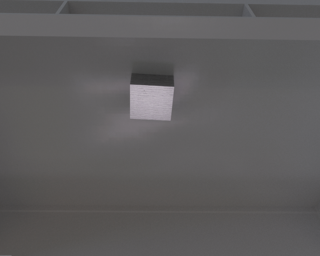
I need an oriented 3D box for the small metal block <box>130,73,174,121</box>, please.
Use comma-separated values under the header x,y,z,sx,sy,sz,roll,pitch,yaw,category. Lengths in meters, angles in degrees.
x,y,z,sx,sy,sz,roll,pitch,yaw,category
-0.010,-0.037,0.377,0.050,0.025,0.050,3,130,-3,small metal block
